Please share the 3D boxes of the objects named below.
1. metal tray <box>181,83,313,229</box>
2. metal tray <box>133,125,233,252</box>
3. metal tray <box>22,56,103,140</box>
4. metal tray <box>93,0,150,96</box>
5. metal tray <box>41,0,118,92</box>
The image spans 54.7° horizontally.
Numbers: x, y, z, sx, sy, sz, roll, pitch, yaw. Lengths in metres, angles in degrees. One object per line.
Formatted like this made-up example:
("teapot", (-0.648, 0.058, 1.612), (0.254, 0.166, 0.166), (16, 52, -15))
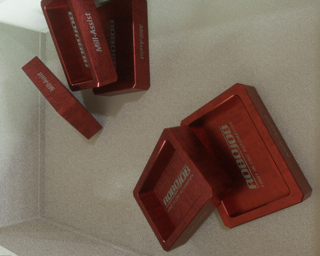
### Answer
("metal tray", (0.085, 0.029, 0.331), (0.090, 0.030, 0.130), (-36, 68, 34))
("metal tray", (0.018, 0.072, 0.359), (0.090, 0.030, 0.129), (55, 137, 31))
("metal tray", (-0.153, -0.047, 0.486), (0.030, 0.090, 0.130), (-43, 59, -7))
("metal tray", (-0.060, -0.116, 0.451), (0.090, 0.030, 0.129), (-4, 88, 39))
("metal tray", (-0.110, -0.118, 0.415), (0.090, 0.030, 0.129), (1, 112, 51))
